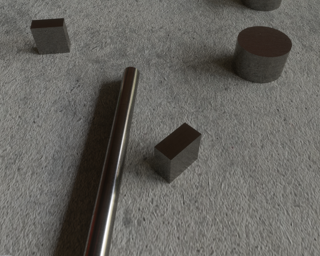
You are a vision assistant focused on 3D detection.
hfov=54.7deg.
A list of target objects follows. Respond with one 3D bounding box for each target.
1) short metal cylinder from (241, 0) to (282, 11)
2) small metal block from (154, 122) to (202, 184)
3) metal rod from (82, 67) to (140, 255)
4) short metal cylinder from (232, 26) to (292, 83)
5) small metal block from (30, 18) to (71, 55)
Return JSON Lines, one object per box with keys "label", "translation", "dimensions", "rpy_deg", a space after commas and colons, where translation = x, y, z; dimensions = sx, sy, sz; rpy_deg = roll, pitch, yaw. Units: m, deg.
{"label": "short metal cylinder", "translation": [0.209, -0.279, 0.623], "dimensions": [0.081, 0.050, 0.080], "rpy_deg": [0, 50, 0]}
{"label": "small metal block", "translation": [0.020, 0.030, 0.362], "dimensions": [0.025, 0.050, 0.050], "rpy_deg": [37, 59, 27]}
{"label": "metal rod", "translation": [-0.054, 0.031, 0.376], "dimensions": [0.025, 0.025, 0.300], "rpy_deg": [3, 50, 2]}
{"label": "short metal cylinder", "translation": [0.157, -0.115, 0.485], "dimensions": [0.081, 0.050, 0.080], "rpy_deg": [0, 50, 0]}
{"label": "small metal block", "translation": [-0.179, -0.151, 0.513], "dimensions": [0.050, 0.050, 0.025], "rpy_deg": [-6, 51, -5]}
